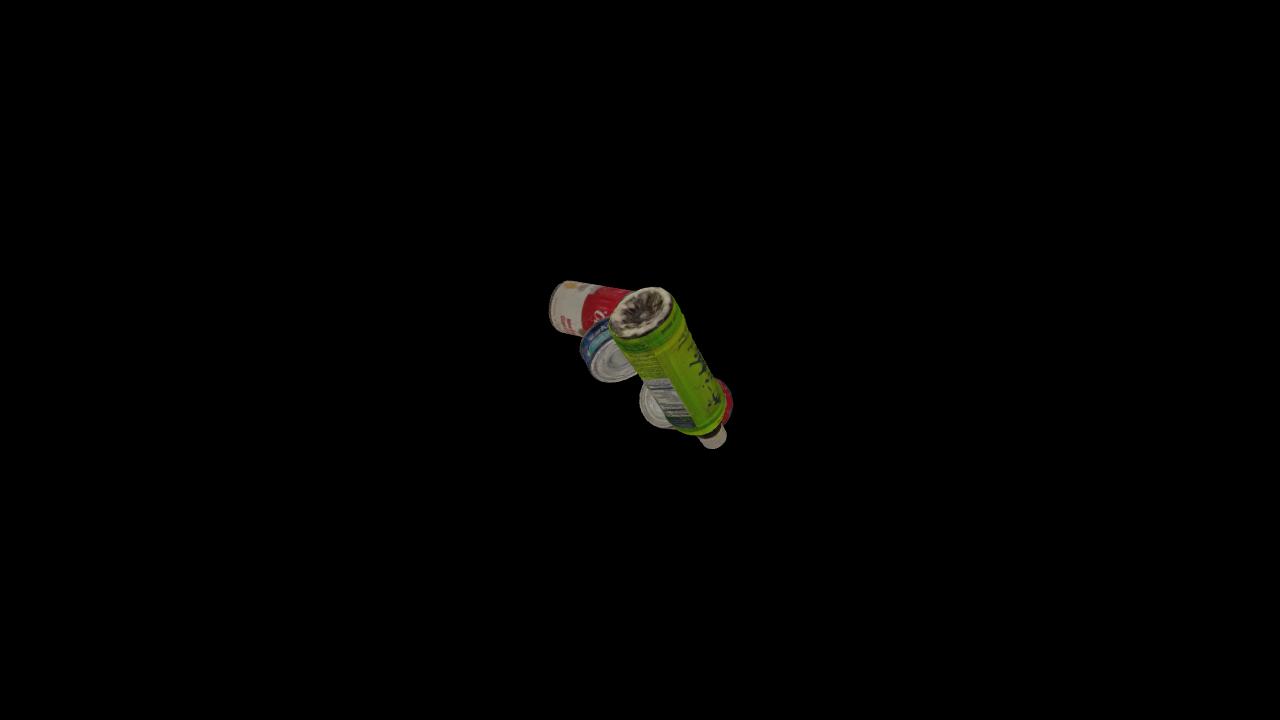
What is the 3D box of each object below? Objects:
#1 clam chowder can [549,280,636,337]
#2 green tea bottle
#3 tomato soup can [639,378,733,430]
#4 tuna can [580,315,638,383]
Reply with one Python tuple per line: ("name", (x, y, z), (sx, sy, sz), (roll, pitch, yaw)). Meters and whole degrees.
("clam chowder can", (-0.051, -0.057, 0.743), (0.102, 0.068, 0.068), (14, 7, 31))
("green tea bottle", (0.041, 0.022, 0.634), (0.073, 0.073, 0.212), (0, -41, 30))
("tomato soup can", (0.054, 0.047, 0.702), (0.068, 0.068, 0.101), (0, -8, 35))
("tuna can", (-0.025, -0.012, 0.711), (0.084, 0.084, 0.034), (0, 44, -33))
